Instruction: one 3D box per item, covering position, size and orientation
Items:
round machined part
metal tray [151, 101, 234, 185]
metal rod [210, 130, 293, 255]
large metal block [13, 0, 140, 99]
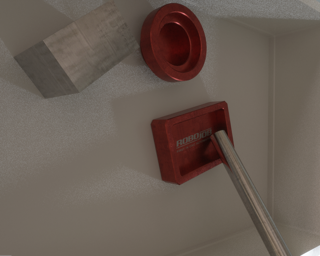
[{"bbox_3d":[0.013,-0.109,0.408,0.099,0.042,0.097,0,90,-40],"label":"round machined part"},{"bbox_3d":[0.053,0.017,0.450,0.131,0.030,0.089,-19,102,-39],"label":"metal tray"},{"bbox_3d":[0.143,0.136,0.409,0.025,0.025,0.299,-4,60,-40],"label":"metal rod"},{"bbox_3d":[-0.082,-0.074,0.303,0.080,0.080,0.050,-46,118,-30],"label":"large metal block"}]
